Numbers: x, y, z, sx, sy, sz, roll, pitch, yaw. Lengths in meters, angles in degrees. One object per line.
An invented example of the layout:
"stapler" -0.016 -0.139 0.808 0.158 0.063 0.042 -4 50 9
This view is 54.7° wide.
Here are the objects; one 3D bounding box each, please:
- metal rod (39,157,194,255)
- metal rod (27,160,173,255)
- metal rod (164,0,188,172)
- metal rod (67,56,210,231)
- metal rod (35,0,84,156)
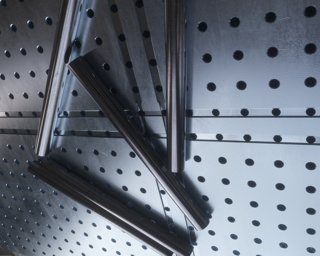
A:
"metal rod" -0.080 0.135 0.534 0.301 0.025 0.025 29 128 9
"metal rod" -0.108 0.143 0.554 0.301 0.025 0.025 29 128 9
"metal rod" 0.018 -0.074 0.354 0.025 0.025 0.298 12 124 21
"metal rod" -0.025 0.028 0.440 0.025 0.025 0.299 -30 103 37
"metal rod" -0.151 -0.064 0.448 0.025 0.025 0.298 33 129 6
